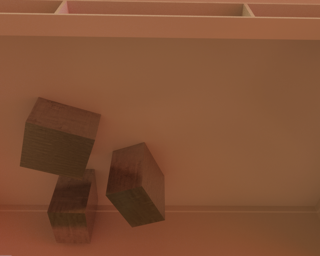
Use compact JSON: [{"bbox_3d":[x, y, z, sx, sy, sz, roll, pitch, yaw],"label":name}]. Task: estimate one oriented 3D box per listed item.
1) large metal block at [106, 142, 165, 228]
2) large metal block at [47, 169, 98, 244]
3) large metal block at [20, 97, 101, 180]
[{"bbox_3d":[-0.031,0.081,0.441,0.050,0.080,0.080,-17,128,13],"label":"large metal block"},{"bbox_3d":[-0.128,0.118,0.472,0.050,0.080,0.079,2,130,-2],"label":"large metal block"},{"bbox_3d":[-0.130,0.016,0.405,0.081,0.050,0.079,16,128,-14],"label":"large metal block"}]
